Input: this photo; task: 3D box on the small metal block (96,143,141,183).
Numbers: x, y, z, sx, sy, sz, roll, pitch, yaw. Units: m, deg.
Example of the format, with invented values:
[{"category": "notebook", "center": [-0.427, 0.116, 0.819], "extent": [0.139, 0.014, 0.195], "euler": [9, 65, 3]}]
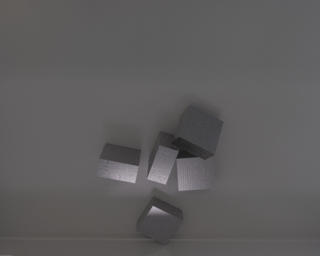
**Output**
[{"category": "small metal block", "center": [-0.054, 0.046, 0.414], "extent": [0.050, 0.050, 0.025], "euler": [12, 110, -5]}]

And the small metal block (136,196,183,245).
[{"category": "small metal block", "center": [-0.001, 0.138, 0.462], "extent": [0.050, 0.025, 0.050], "euler": [28, 108, -10]}]

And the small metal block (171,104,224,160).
[{"category": "small metal block", "center": [0.049, 0.006, 0.398], "extent": [0.050, 0.050, 0.025], "euler": [27, 150, -10]}]

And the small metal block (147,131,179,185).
[{"category": "small metal block", "center": [0.003, 0.038, 0.412], "extent": [0.025, 0.050, 0.050], "euler": [18, 109, -6]}]

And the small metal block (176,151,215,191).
[{"category": "small metal block", "center": [0.049, 0.058, 0.433], "extent": [0.050, 0.025, 0.050], "euler": [-4, 110, 1]}]
